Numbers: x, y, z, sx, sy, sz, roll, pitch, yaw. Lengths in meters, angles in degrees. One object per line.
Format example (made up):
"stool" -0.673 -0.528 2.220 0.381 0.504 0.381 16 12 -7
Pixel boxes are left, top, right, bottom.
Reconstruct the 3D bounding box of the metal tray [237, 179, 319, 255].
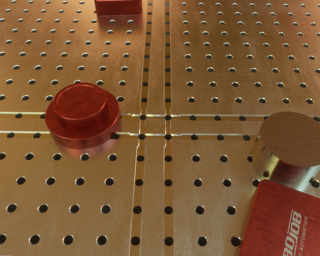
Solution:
"metal tray" 0.126 0.123 0.303 0.090 0.030 0.130 19 52 15

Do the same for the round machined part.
"round machined part" -0.104 -0.023 0.415 0.099 0.042 0.098 0 50 0

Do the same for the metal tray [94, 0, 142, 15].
"metal tray" -0.085 -0.283 0.640 0.091 0.030 0.130 -3 50 -4

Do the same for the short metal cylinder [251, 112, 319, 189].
"short metal cylinder" 0.155 0.026 0.371 0.081 0.050 0.080 0 50 0
